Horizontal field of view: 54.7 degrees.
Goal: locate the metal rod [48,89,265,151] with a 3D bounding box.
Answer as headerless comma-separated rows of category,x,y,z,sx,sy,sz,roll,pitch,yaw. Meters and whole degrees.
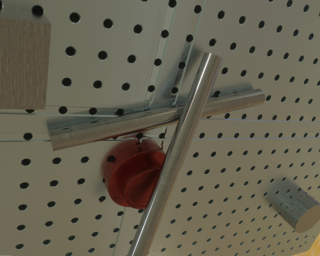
metal rod,0.013,-0.016,0.409,0.303,0.025,0.025,-13,124,-22

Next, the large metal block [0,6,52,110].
large metal block,-0.146,-0.064,0.276,0.081,0.050,0.079,-1,119,-29

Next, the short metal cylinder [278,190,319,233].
short metal cylinder,0.311,0.184,0.683,0.081,0.050,0.079,-14,124,-21

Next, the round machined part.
round machined part,-0.024,0.074,0.434,0.099,0.042,0.097,-14,124,-21

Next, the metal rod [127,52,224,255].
metal rod,0.015,0.050,0.401,0.025,0.025,0.298,16,99,-35
